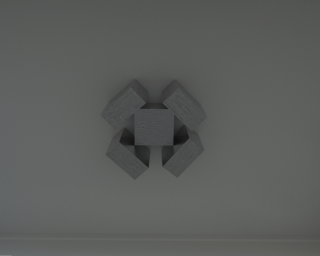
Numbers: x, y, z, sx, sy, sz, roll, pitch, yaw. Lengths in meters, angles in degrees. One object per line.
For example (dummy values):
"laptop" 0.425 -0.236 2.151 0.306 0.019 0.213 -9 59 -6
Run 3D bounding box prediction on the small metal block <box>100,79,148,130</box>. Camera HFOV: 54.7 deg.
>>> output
"small metal block" -0.043 -0.031 0.384 0.050 0.050 0.025 -40 105 14

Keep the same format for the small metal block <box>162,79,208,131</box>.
"small metal block" 0.029 -0.029 0.385 0.025 0.050 0.050 -43 106 13

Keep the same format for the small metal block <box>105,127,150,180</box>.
"small metal block" -0.040 0.033 0.408 0.025 0.050 0.050 -43 105 15

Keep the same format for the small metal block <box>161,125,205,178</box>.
"small metal block" 0.028 0.029 0.406 0.025 0.050 0.050 38 105 -14

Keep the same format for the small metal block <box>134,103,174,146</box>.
"small metal block" -0.007 -0.005 0.407 0.050 0.025 0.050 1 110 -1
